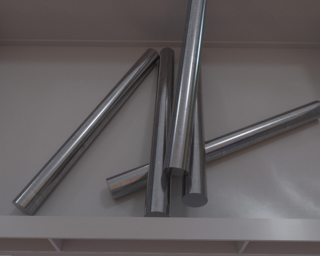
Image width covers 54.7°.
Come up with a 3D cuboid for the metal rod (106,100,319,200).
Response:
[{"bbox_3d":[0.081,0.021,0.387,0.302,0.025,0.025,-19,53,-16],"label":"metal rod"}]

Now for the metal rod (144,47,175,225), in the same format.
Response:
[{"bbox_3d":[0.005,-0.018,0.397,0.025,0.025,0.300,2,43,2],"label":"metal rod"}]

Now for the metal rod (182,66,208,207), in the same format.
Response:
[{"bbox_3d":[0.044,-0.032,0.409,0.025,0.025,0.300,3,43,3],"label":"metal rod"}]

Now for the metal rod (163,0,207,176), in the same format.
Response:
[{"bbox_3d":[0.037,-0.089,0.373,0.025,0.025,0.299,7,63,5],"label":"metal rod"}]

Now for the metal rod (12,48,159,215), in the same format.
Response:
[{"bbox_3d":[-0.080,-0.016,0.417,0.025,0.025,0.301,21,53,17],"label":"metal rod"}]
